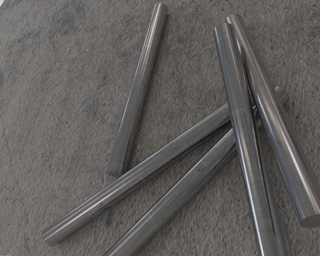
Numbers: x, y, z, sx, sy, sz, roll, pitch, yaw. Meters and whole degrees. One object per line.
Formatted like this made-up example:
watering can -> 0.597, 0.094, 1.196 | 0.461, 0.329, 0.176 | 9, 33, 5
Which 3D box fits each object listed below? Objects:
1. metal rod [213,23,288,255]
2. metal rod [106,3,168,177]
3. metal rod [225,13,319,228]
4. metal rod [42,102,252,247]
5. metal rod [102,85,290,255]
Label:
metal rod -> 0.091, 0.016, 0.318 | 0.025, 0.025, 0.299 | -15, 64, 20
metal rod -> -0.028, -0.072, 0.462 | 0.025, 0.025, 0.300 | -2, 61, 27
metal rod -> 0.112, -0.040, 0.336 | 0.025, 0.025, 0.300 | -20, 45, 17
metal rod -> -0.018, 0.053, 0.380 | 0.300, 0.025, 0.025 | -35, 51, 4
metal rod -> 0.032, 0.065, 0.347 | 0.300, 0.025, 0.025 | -44, 51, -3
